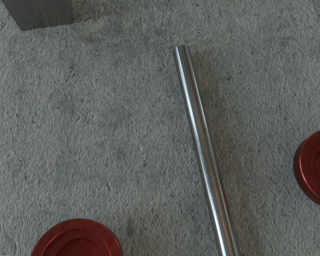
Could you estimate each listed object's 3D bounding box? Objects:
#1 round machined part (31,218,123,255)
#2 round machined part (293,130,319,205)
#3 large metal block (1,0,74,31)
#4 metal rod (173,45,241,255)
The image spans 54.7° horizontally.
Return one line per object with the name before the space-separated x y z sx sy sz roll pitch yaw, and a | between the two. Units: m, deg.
round machined part | -0.089 0.152 0.343 0.099 0.042 0.098 0 70 0
round machined part | 0.213 0.052 0.381 0.099 0.042 0.098 0 70 0
large metal block | -0.177 -0.192 0.448 0.081 0.080 0.050 -10 71 -4
metal rod | 0.057 0.025 0.399 0.025 0.025 0.299 -10 70 -4
